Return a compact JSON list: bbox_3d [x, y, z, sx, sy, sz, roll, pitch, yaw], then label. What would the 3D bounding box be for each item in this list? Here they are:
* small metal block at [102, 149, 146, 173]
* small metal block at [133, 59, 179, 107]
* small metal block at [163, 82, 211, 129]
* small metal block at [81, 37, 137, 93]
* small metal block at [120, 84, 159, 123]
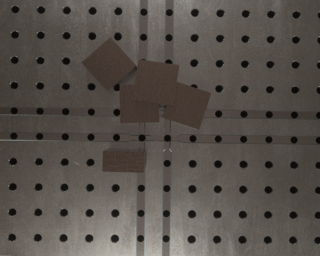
[{"bbox_3d":[-0.045,0.041,0.400,0.050,0.050,0.025,2,90,-1],"label":"small metal block"},{"bbox_3d":[-0.005,-0.055,0.388,0.050,0.025,0.050,8,90,0],"label":"small metal block"},{"bbox_3d":[0.035,-0.030,0.414,0.050,0.025,0.050,18,90,-1],"label":"small metal block"},{"bbox_3d":[-0.066,-0.083,0.412,0.050,0.025,0.050,-42,91,0],"label":"small metal block"},{"bbox_3d":[-0.027,-0.032,0.413,0.050,0.025,0.050,-1,90,-1],"label":"small metal block"}]
